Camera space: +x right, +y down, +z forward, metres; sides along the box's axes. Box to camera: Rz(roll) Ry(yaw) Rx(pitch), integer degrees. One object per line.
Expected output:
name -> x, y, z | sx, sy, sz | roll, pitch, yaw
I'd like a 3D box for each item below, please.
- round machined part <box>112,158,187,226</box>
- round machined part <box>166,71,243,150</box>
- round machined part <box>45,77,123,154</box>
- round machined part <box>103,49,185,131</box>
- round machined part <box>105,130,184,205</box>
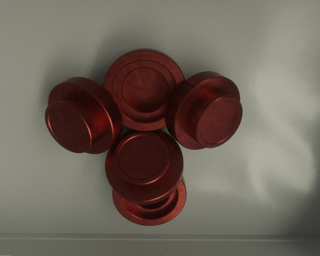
round machined part -> -0.014, 0.083, 0.430 | 0.099, 0.042, 0.097 | 0, 110, 0
round machined part -> 0.059, -0.015, 0.371 | 0.099, 0.042, 0.097 | -17, 126, -25
round machined part -> -0.098, -0.009, 0.373 | 0.098, 0.042, 0.097 | 15, 126, 22
round machined part -> -0.018, -0.048, 0.381 | 0.099, 0.042, 0.097 | 0, 110, 0
round machined part -> -0.020, 0.042, 0.385 | 0.099, 0.098, 0.042 | -6, 154, 2
